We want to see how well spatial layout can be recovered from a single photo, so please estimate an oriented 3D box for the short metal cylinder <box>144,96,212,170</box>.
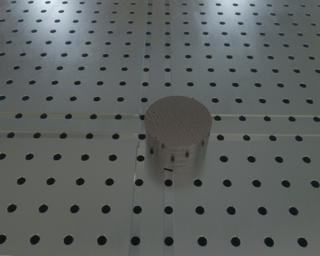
[{"bbox_3d":[0.022,0.005,0.387,0.081,0.050,0.080,0,50,0],"label":"short metal cylinder"}]
